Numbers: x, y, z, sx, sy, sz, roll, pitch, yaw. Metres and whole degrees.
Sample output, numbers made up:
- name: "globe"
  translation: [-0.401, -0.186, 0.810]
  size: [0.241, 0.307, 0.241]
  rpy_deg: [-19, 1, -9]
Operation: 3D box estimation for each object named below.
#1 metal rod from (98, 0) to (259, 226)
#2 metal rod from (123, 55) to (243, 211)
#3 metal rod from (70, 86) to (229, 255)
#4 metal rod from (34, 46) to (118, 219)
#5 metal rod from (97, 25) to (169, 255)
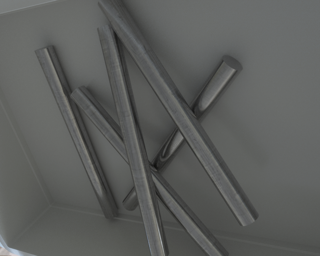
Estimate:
- name: "metal rod"
  translation: [0.022, -0.020, 0.354]
  size: [0.025, 0.025, 0.299]
  rpy_deg: [-32, 92, 38]
- name: "metal rod"
  translation: [0.013, 0.029, 0.419]
  size: [0.025, 0.025, 0.298]
  rpy_deg: [36, 129, 4]
- name: "metal rod"
  translation: [-0.017, 0.061, 0.422]
  size: [0.300, 0.025, 0.025]
  rpy_deg: [49, 129, 5]
- name: "metal rod"
  translation: [-0.123, 0.021, 0.486]
  size: [0.025, 0.025, 0.298]
  rpy_deg: [-2, 118, 29]
- name: "metal rod"
  translation: [-0.031, 0.024, 0.390]
  size: [0.025, 0.025, 0.298]
  rpy_deg: [-7, 100, 31]
